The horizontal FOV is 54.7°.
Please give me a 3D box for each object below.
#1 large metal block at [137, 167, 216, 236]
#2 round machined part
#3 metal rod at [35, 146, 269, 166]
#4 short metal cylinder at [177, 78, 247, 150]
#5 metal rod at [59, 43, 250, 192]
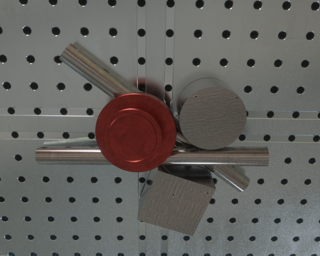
[{"bbox_3d":[0.021,0.093,0.432,0.080,0.050,0.079,19,109,-7],"label":"large metal block"},{"bbox_3d":[-0.030,0.007,0.371,0.099,0.042,0.097,1,102,5],"label":"round machined part"},{"bbox_3d":[-0.015,0.037,0.407,0.302,0.025,0.025,0,110,7],"label":"metal rod"},{"bbox_3d":[0.063,-0.019,0.393,0.081,0.050,0.079,0,110,-1],"label":"short metal cylinder"},{"bbox_3d":[0.002,-0.006,0.411,0.301,0.025,0.025,37,106,-13],"label":"metal rod"}]
